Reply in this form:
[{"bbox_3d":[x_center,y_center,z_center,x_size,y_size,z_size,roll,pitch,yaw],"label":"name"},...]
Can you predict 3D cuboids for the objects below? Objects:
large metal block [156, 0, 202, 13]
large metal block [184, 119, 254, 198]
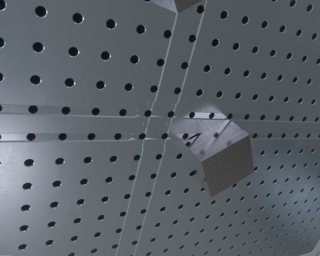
[{"bbox_3d":[0.028,-0.172,0.303,0.080,0.050,0.080,-31,129,-8],"label":"large metal block"},{"bbox_3d":[0.092,0.045,0.472,0.080,0.050,0.080,-28,128,-11],"label":"large metal block"}]
